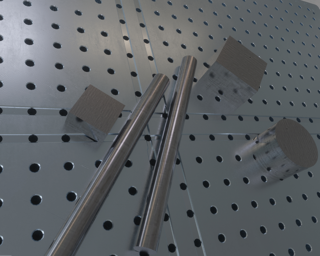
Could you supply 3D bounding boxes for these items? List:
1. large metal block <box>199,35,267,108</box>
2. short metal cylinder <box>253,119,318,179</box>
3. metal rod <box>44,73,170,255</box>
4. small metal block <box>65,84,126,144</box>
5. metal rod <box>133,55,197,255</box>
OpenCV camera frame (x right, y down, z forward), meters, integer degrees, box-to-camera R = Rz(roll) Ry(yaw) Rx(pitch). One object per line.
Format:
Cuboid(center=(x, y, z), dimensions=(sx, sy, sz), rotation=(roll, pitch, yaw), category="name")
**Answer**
Cuboid(center=(0.123, -0.094, 0.515), dimensions=(0.080, 0.050, 0.080), rotation=(35, 51, -5), category="large metal block")
Cuboid(center=(0.191, 0.032, 0.475), dimensions=(0.081, 0.050, 0.080), rotation=(14, 56, -21), category="short metal cylinder")
Cuboid(center=(-0.051, 0.036, 0.358), dimensions=(0.025, 0.025, 0.301), rotation=(33, 51, -7), category="metal rod")
Cuboid(center=(-0.078, -0.017, 0.377), dimensions=(0.050, 0.025, 0.050), rotation=(32, 52, -8), category="small metal block")
Cuboid(center=(0.016, 0.010, 0.410), dimensions=(0.025, 0.025, 0.300), rotation=(25, 53, -13), category="metal rod")
